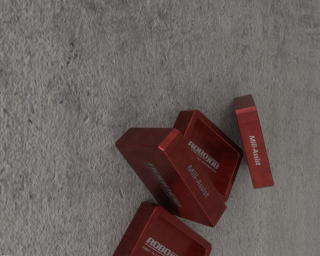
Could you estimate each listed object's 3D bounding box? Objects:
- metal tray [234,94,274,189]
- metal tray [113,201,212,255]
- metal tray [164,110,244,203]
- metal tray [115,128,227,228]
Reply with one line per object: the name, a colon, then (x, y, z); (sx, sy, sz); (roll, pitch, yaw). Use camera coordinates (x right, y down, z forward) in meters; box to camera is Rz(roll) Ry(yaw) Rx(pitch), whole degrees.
metal tray: (0.148, 0.019, 0.494); (0.090, 0.030, 0.129); (-57, 132, -68)
metal tray: (0.007, 0.167, 0.407); (0.130, 0.030, 0.090); (44, 63, -31)
metal tray: (0.065, 0.043, 0.455); (0.130, 0.030, 0.090); (38, 67, -34)
metal tray: (0.013, 0.058, 0.373); (0.030, 0.090, 0.130); (-48, 119, -29)
